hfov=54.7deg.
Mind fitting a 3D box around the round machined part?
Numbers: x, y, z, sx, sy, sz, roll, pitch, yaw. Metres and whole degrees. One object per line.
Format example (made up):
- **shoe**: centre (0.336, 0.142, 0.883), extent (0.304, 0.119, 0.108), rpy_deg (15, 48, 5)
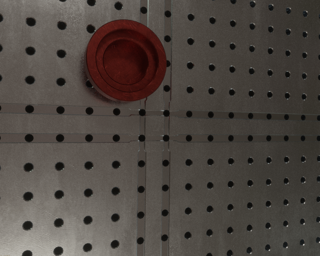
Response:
- **round machined part**: centre (-0.045, -0.081, 0.388), extent (0.099, 0.042, 0.097), rpy_deg (0, 90, -21)
